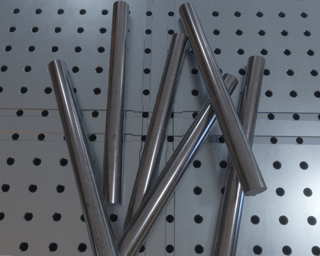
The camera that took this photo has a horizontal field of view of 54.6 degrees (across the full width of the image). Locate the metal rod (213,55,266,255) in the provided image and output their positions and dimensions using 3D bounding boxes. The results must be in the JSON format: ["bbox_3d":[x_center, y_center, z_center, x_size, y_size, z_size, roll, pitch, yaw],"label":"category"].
[{"bbox_3d":[0.103,0.039,0.398,0.025,0.025,0.299,13,70,5],"label":"metal rod"}]

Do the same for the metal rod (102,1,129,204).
[{"bbox_3d":[-0.060,-0.048,0.428,0.025,0.025,0.299,0,70,0],"label":"metal rod"}]

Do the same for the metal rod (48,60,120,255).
[{"bbox_3d":[-0.095,0.030,0.369,0.025,0.025,0.299,-20,60,-7],"label":"metal rod"}]

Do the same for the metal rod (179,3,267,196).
[{"bbox_3d":[0.071,-0.058,0.404,0.025,0.025,0.299,-11,60,-4],"label":"metal rod"}]

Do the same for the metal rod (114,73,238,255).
[{"bbox_3d":[0.021,0.046,0.378,0.025,0.025,0.301,30,66,10],"label":"metal rod"}]

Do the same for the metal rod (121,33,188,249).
[{"bbox_3d":[-0.003,0.004,0.410,0.025,0.025,0.299,12,70,4],"label":"metal rod"}]
